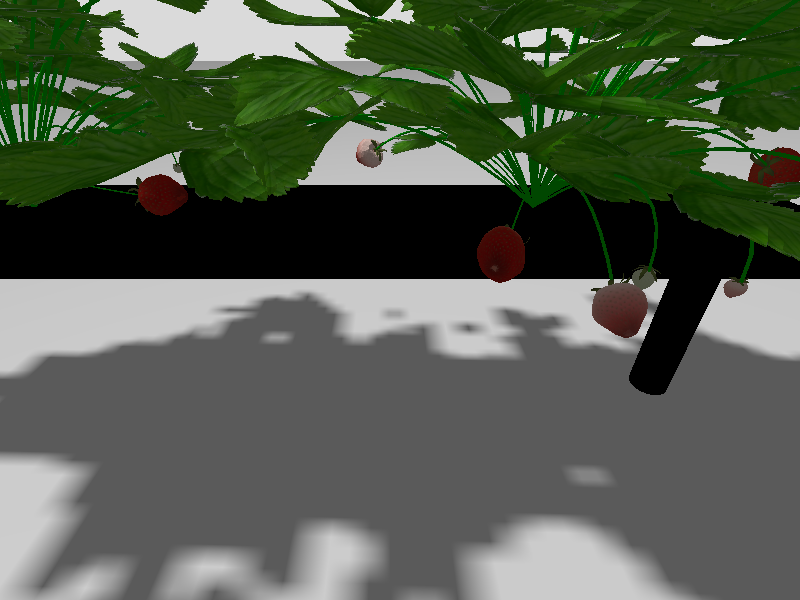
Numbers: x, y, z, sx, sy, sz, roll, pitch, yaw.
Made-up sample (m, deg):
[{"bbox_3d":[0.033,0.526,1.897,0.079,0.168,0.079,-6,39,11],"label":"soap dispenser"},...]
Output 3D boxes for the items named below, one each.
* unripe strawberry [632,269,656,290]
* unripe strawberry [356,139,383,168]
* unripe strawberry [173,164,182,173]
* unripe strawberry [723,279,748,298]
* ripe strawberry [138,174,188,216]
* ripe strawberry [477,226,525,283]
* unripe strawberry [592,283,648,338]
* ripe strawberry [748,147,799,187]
[{"bbox_3d":[0.139,-0.012,0.228,0.013,0.013,0.011,-4,33,-6],"label":"unripe strawberry"},{"bbox_3d":[-0.038,-0.172,0.473,0.034,0.033,0.032,-2,22,47],"label":"unripe strawberry"},{"bbox_3d":[-0.250,-0.148,0.451,0.011,0.010,0.010,22,38,30],"label":"unripe strawberry"},{"bbox_3d":[0.181,-0.006,0.217,0.011,0.010,0.010,-11,34,-17],"label":"unripe strawberry"},{"bbox_3d":[-0.196,-0.087,0.335,0.034,0.033,0.037,5,33,7],"label":"ripe strawberry"},{"bbox_3d":[0.060,-0.026,0.239,0.029,0.033,0.032,14,36,20],"label":"ripe strawberry"},{"bbox_3d":[0.109,0.006,0.199,0.025,0.027,0.026,2,-40,3],"label":"unripe strawberry"},{"bbox_3d":[0.363,-0.120,0.383,0.045,0.044,0.042,14,28,-19],"label":"ripe strawberry"}]
